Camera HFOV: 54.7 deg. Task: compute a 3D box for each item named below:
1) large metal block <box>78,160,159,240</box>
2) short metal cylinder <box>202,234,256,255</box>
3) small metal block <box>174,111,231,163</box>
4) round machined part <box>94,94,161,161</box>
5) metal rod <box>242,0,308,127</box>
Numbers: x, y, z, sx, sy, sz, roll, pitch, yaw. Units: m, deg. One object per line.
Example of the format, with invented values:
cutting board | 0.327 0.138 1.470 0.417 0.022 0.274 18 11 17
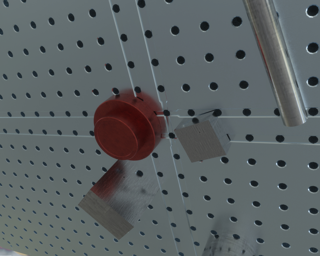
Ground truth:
large metal block | -0.062 0.106 0.474 0.080 0.080 0.050 41 129 0
short metal cylinder | 0.102 0.210 0.472 0.080 0.050 0.079 13 124 21
small metal block | 0.054 0.012 0.390 0.050 0.025 0.050 -18 109 35
round machined part | -0.052 0.006 0.431 0.098 0.042 0.097 13 124 21
metal rod | 0.083 -0.136 0.283 0.025 0.025 0.299 -13 112 33
